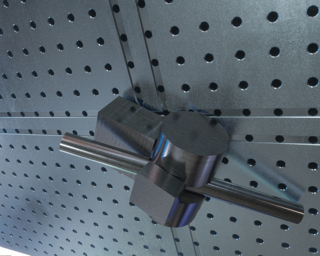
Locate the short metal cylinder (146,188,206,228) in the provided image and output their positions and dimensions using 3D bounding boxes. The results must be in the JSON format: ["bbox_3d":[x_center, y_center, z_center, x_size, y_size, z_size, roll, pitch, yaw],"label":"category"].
[{"bbox_3d":[0.019,0.083,0.412,0.080,0.080,0.050,27,128,11],"label":"short metal cylinder"}]

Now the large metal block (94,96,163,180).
[{"bbox_3d":[-0.040,0.016,0.419,0.080,0.050,0.079,26,128,12],"label":"large metal block"}]

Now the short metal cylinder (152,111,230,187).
[{"bbox_3d":[0.035,0.023,0.367,0.080,0.080,0.050,25,127,13],"label":"short metal cylinder"}]

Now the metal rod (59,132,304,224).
[{"bbox_3d":[0.027,0.061,0.379,0.302,0.025,0.025,17,127,-1],"label":"metal rod"}]

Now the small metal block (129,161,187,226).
[{"bbox_3d":[-0.003,0.074,0.352,0.050,0.025,0.050,31,129,18],"label":"small metal block"}]
